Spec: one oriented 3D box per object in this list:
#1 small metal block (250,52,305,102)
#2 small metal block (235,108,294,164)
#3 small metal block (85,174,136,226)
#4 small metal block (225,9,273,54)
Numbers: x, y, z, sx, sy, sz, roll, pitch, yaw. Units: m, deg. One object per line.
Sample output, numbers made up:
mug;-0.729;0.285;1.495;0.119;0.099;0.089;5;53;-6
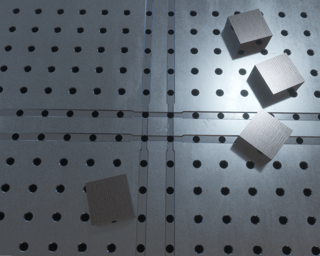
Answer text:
small metal block;0.165;-0.072;0.439;0.050;0.025;0.050;-22;72;-8
small metal block;0.136;0.011;0.409;0.050;0.025;0.050;38;74;13
small metal block;-0.060;0.088;0.379;0.050;0.025;0.050;-12;71;-5
small metal block;0.132;-0.146;0.466;0.050;0.025;0.050;-16;71;-6
